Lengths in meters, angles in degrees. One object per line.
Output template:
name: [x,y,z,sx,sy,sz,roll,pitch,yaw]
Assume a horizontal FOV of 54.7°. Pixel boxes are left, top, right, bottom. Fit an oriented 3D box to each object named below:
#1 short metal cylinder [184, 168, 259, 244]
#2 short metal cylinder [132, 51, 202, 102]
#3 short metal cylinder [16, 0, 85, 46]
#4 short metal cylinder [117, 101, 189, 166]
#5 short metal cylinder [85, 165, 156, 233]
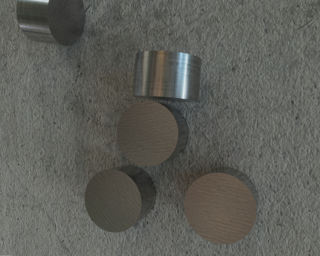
short metal cylinder: [0.075,0.090,0.369,0.080,0.050,0.080,0,90,20]
short metal cylinder: [0.009,-0.060,0.377,0.080,0.080,0.050,6,92,20]
short metal cylinder: [-0.150,-0.158,0.433,0.050,0.080,0.080,13,94,19]
short metal cylinder: [-0.008,0.007,0.398,0.080,0.050,0.080,0,90,20]
short metal cylinder: [-0.052,0.092,0.414,0.080,0.050,0.080,0,90,20]
